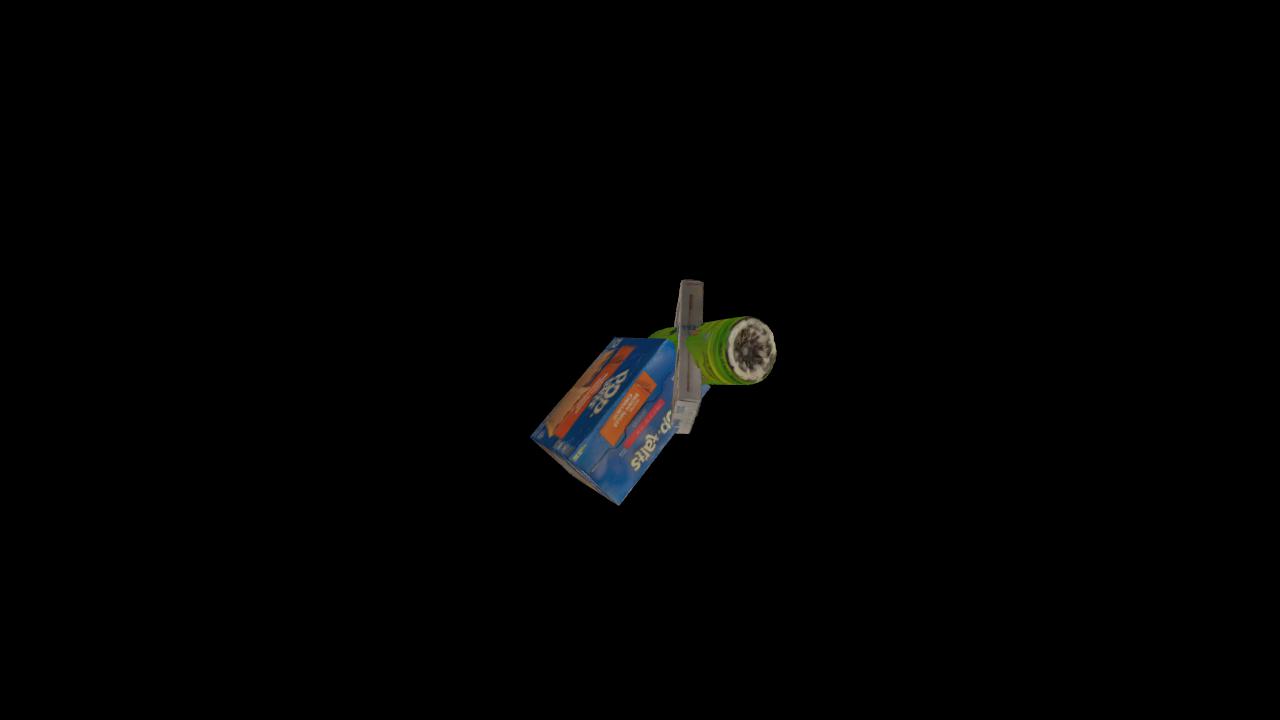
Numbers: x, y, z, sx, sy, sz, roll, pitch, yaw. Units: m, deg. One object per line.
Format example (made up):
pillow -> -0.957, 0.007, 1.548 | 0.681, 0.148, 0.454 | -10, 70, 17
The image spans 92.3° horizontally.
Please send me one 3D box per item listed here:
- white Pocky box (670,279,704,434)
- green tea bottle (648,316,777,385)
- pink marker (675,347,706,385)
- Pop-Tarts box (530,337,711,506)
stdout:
white Pocky box -> 0.052, -0.004, 0.681 | 0.028, 0.154, 0.084 | 5, -31, -1
green tea bottle -> 0.056, -0.004, 0.690 | 0.073, 0.073, 0.212 | 0, -4, -32
pink marker -> 0.062, -0.006, 0.768 | 0.020, 0.121, 0.020 | -7, 23, 3
Pop-Tarts box -> -0.027, 0.060, 0.707 | 0.083, 0.167, 0.141 | 45, -16, -22
